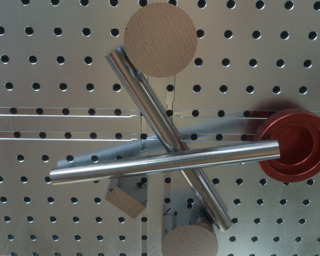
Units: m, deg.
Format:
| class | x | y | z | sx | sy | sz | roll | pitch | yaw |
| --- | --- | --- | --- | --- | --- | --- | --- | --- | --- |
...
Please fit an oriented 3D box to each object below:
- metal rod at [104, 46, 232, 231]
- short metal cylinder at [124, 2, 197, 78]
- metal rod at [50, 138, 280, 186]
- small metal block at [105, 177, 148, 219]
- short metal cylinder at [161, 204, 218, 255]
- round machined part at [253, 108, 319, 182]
| class | x | y | z | sx | sy | sz | roll | pitch | yaw |
| --- | --- | --- | --- | --- | --- | --- | --- | --- | --- |
| metal rod | 0.020 | 0.026 | 0.423 | 0.025 | 0.025 | 0.299 | -30 | 108 | 10 |
| short metal cylinder | 0.001 | -0.103 | 0.362 | 0.081 | 0.050 | 0.079 | 0 | 110 | 0 |
| metal rod | -0.003 | 0.047 | 0.406 | 0.301 | 0.025 | 0.025 | -9 | 110 | 12 |
| small metal block | -0.045 | 0.091 | 0.433 | 0.050 | 0.050 | 0.025 | 39 | 106 | -13 |
| short metal cylinder | 0.042 | 0.161 | 0.460 | 0.081 | 0.050 | 0.079 | 0 | 110 | 0 |
| round machined part | 0.173 | 0.020 | 0.413 | 0.099 | 0.042 | 0.097 | 0 | 110 | 0 |
